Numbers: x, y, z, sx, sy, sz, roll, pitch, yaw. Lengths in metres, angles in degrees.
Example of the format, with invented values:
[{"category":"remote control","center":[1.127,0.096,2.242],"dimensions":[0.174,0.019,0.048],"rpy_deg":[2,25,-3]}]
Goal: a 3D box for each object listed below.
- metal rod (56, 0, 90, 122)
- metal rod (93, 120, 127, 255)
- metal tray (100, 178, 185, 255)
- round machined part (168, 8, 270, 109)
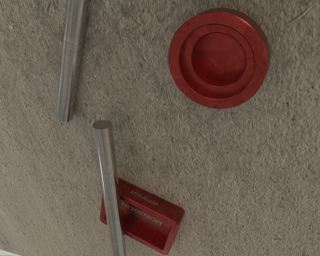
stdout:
[{"category":"metal rod","center":[-0.104,-0.128,0.380],"dimensions":[0.025,0.025,0.298],"rpy_deg":[28,128,10]},{"category":"metal rod","center":[-0.073,0.123,0.479],"dimensions":[0.025,0.025,0.298],"rpy_deg":[12,124,21]},{"category":"metal tray","center":[-0.033,0.144,0.508],"dimensions":[0.130,0.030,0.089],"rpy_deg":[23,127,14]},{"category":"round machined part","center":[0.062,-0.072,0.318],"dimensions":[0.098,0.042,0.097],"rpy_deg":[13,124,20]}]
